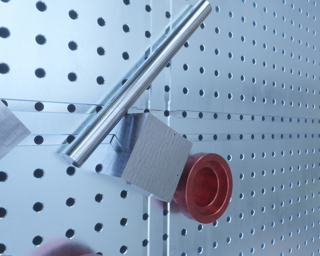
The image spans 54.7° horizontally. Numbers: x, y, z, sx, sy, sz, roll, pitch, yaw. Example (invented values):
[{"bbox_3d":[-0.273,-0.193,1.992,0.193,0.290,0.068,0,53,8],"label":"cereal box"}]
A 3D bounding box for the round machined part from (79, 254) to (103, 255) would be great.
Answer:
[{"bbox_3d":[-0.084,0.183,0.328,0.099,0.042,0.097,0,90,-40],"label":"round machined part"}]

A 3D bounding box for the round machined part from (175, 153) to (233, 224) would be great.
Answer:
[{"bbox_3d":[0.058,0.084,0.447,0.099,0.042,0.097,0,90,-40],"label":"round machined part"}]

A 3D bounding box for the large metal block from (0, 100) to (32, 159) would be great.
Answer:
[{"bbox_3d":[-0.161,0.012,0.239,0.080,0.080,0.050,-49,120,-29],"label":"large metal block"}]

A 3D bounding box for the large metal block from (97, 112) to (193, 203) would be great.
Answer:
[{"bbox_3d":[-0.016,0.036,0.380,0.080,0.050,0.080,35,68,-35],"label":"large metal block"}]

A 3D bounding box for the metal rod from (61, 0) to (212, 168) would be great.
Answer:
[{"bbox_3d":[-0.014,-0.073,0.396,0.025,0.025,0.301,52,60,-28],"label":"metal rod"}]
